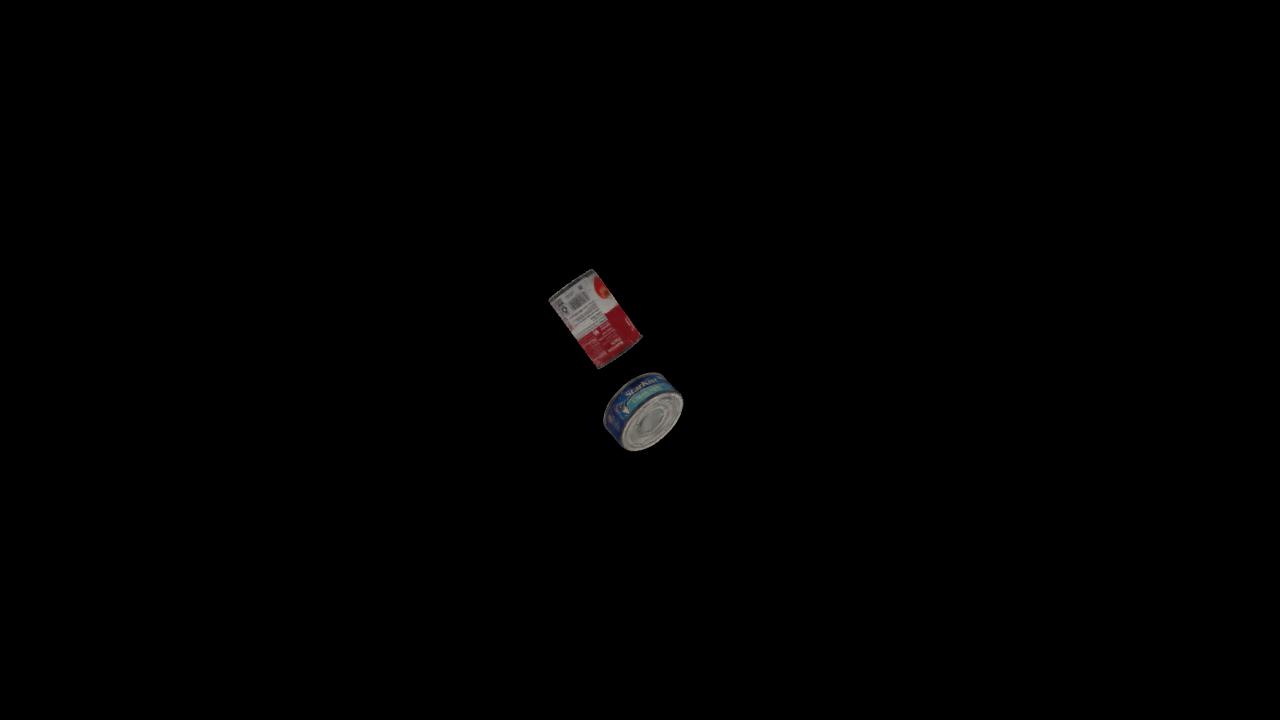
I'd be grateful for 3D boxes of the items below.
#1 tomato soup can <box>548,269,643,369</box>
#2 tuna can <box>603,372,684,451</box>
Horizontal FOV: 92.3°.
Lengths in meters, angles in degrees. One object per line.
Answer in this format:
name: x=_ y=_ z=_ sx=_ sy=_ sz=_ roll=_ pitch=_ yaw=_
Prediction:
tomato soup can: x=-0.053 y=-0.049 z=0.728 sx=0.068 sy=0.101 sz=0.068 roll=-36 pitch=7 yaw=5
tuna can: x=0.005 y=0.056 z=0.649 sx=0.084 sy=0.084 sz=0.034 roll=0 pitch=36 yaw=-45
